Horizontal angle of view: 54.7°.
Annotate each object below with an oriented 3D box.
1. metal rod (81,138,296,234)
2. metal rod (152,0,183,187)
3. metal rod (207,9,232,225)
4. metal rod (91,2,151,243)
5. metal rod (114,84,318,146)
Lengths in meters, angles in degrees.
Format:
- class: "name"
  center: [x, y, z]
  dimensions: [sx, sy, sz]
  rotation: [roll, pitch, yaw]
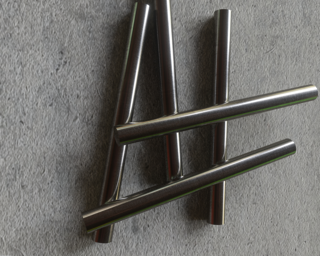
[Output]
- class: "metal rod"
  center: [0.052, 0.067, 0.400]
  dimensions: [0.302, 0.025, 0.025]
  rotation: [-16, 96, -19]
- class: "metal rod"
  center: [0.009, -0.071, 0.411]
  dimensions: [0.025, 0.025, 0.298]
  rotation: [-5, 92, -20]
- class: "metal rod"
  center: [0.084, -0.016, 0.439]
  dimensions: [0.025, 0.025, 0.298]
  rotation: [2, 89, -20]
- class: "metal rod"
  center: [-0.048, -0.009, 0.391]
  dimensions: [0.025, 0.025, 0.298]
  rotation: [10, 86, -20]
- class: "metal rod"
  center: [0.088, -0.022, 0.413]
  dimensions: [0.302, 0.025, 0.025]
  rotation: [-13, 95, -20]
